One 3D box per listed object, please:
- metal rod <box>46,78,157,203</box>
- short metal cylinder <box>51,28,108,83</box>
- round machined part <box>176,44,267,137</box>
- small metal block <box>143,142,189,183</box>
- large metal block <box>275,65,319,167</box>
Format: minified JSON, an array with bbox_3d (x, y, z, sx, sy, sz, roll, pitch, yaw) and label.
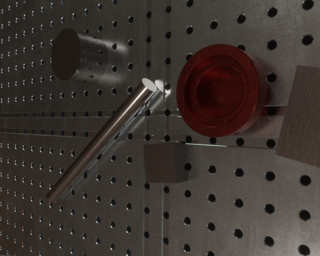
[{"bbox_3d":[-0.105,0.034,0.492,0.299,0.025,0.025,-45,63,30],"label":"metal rod"},{"bbox_3d":[-0.130,-0.114,0.498,0.080,0.050,0.079,0,90,39],"label":"short metal cylinder"},{"bbox_3d":[0.070,-0.039,0.340,0.098,0.042,0.097,0,90,39],"label":"round machined part"},{"bbox_3d":[0.007,0.044,0.402,0.050,0.025,0.050,-7,86,39],"label":"small metal block"},{"bbox_3d":[0.156,-0.006,0.264,0.080,0.050,0.079,18,101,38],"label":"large metal block"}]
